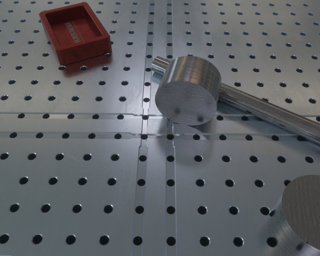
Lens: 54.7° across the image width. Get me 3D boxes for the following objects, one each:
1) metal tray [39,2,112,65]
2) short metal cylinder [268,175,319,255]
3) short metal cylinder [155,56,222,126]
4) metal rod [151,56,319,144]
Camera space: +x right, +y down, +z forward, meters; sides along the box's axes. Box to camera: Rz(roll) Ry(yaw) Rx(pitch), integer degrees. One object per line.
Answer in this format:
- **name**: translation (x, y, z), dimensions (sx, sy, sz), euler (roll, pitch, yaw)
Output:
- **metal tray**: translation (-0.150, -0.170, 0.545), dimensions (0.091, 0.030, 0.130), euler (-21, 53, -17)
- **short metal cylinder**: translation (0.157, 0.095, 0.313), dimensions (0.080, 0.050, 0.080), euler (0, 50, 0)
- **short metal cylinder**: translation (0.039, -0.048, 0.413), dimensions (0.080, 0.080, 0.050), euler (11, 51, 9)
- **metal rod**: translation (0.118, -0.038, 0.440), dimensions (0.300, 0.025, 0.025), euler (27, 55, 21)
